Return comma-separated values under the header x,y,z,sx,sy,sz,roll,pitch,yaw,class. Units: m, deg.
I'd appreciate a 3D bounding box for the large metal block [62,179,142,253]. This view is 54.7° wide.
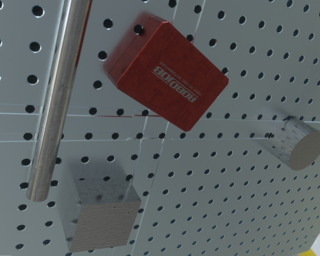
x,y,z,sx,sy,sz,roll,pitch,yaw,class
-0.081,0.118,0.425,0.081,0.050,0.079,5,116,-31,large metal block

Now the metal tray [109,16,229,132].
x,y,z,sx,sy,sz,roll,pitch,yaw,class
0.015,-0.060,0.381,0.130,0.030,0.090,31,101,-39,metal tray

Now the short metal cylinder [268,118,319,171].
x,y,z,sx,sy,sz,roll,pitch,yaw,class
0.241,0.028,0.547,0.081,0.050,0.079,-14,124,-21,short metal cylinder

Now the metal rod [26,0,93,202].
x,y,z,sx,sy,sz,roll,pitch,yaw,class
-0.104,-0.047,0.325,0.025,0.025,0.298,6,116,-32,metal rod
